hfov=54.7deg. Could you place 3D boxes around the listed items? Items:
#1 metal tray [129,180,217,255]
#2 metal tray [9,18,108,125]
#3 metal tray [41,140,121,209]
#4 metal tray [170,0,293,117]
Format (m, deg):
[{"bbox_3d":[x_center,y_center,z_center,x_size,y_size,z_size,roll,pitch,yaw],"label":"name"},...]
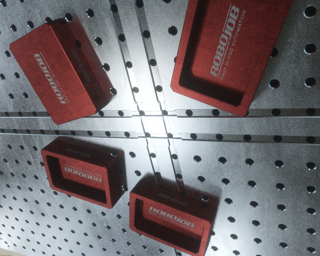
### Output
[{"bbox_3d":[0.016,0.144,0.486,0.130,0.030,0.089,17,125,18],"label":"metal tray"},{"bbox_3d":[-0.141,-0.074,0.435,0.090,0.030,0.129,-13,112,33],"label":"metal tray"},{"bbox_3d":[-0.132,0.078,0.523,0.130,0.030,0.089,12,124,21],"label":"metal tray"},{"bbox_3d":[0.068,-0.085,0.318,0.090,0.030,0.129,22,127,14],"label":"metal tray"}]
